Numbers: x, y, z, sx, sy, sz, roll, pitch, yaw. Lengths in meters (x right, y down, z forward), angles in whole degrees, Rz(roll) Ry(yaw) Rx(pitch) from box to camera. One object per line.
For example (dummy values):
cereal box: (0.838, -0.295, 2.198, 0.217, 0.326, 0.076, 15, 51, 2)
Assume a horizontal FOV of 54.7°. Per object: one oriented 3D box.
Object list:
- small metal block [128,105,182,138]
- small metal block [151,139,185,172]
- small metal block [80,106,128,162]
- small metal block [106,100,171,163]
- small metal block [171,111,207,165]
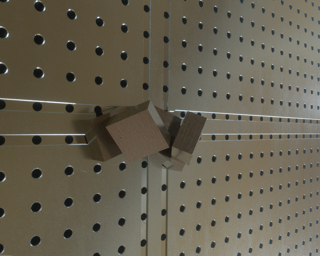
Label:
small metal block: (-0.010, -0.008, 0.386, 0.050, 0.050, 0.025, 24, 75, -38)
small metal block: (0.017, 0.025, 0.426, 0.050, 0.025, 0.050, 43, 64, -32)
small metal block: (-0.058, 0.006, 0.362, 0.050, 0.025, 0.050, -25, 106, -37)
small metal block: (-0.023, 0.004, 0.339, 0.050, 0.050, 0.025, 61, 17, -23)
small metal block: (0.036, 0.014, 0.390, 0.050, 0.025, 0.050, 88, 25, -68)
